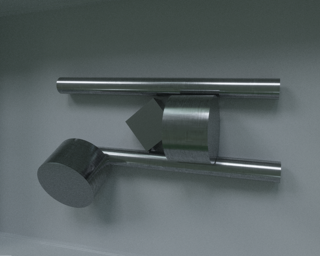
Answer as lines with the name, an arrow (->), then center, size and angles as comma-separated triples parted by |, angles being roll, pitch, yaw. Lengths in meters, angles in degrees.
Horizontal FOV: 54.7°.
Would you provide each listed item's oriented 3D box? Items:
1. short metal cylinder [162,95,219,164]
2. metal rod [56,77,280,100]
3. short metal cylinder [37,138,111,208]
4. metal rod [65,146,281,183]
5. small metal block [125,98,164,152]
short metal cylinder -> 0.039, 0.001, 0.365 | 0.050, 0.080, 0.079 | 2, 91, 20
metal rod -> -0.003, -0.054, 0.409 | 0.301, 0.025, 0.025 | 4, 91, 19
short metal cylinder -> -0.114, 0.061, 0.416 | 0.080, 0.050, 0.079 | 10, 127, 14
metal rod -> -0.002, 0.043, 0.408 | 0.301, 0.025, 0.025 | 3, 91, 19
small metal block -> -0.009, -0.004, 0.411 | 0.050, 0.025, 0.050 | -39, 78, 15
